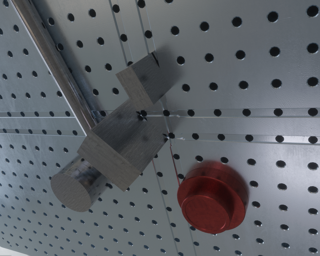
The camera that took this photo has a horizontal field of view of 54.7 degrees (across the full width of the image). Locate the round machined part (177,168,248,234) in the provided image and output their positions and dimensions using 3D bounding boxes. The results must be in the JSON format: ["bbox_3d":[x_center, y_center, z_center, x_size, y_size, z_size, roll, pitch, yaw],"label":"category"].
[{"bbox_3d":[0.069,0.107,0.430,0.098,0.042,0.097,13,124,20],"label":"round machined part"}]

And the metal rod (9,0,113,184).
[{"bbox_3d":[-0.126,-0.047,0.448,0.025,0.025,0.299,-12,112,33],"label":"metal rod"}]

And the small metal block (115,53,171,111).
[{"bbox_3d":[-0.019,-0.055,0.371,0.025,0.050,0.050,-20,108,35],"label":"small metal block"}]

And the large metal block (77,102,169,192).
[{"bbox_3d":[-0.048,0.023,0.415,0.080,0.080,0.050,40,129,0],"label":"large metal block"}]

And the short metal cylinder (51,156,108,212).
[{"bbox_3d":[-0.136,0.095,0.525,0.080,0.050,0.079,13,124,21],"label":"short metal cylinder"}]
